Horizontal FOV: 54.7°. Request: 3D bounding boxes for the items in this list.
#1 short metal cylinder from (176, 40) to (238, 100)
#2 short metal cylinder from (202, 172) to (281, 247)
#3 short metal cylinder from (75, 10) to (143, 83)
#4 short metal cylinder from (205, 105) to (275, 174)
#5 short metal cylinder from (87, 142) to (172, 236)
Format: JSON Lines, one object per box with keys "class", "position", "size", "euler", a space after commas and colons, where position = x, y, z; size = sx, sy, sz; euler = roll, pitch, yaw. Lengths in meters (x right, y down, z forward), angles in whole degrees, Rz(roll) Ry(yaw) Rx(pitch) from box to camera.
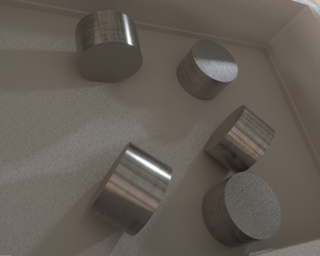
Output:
{"class": "short metal cylinder", "position": [0.073, -0.090, 0.484], "size": [0.081, 0.050, 0.080], "euler": [14, 56, -21]}
{"class": "short metal cylinder", "position": [0.099, 0.100, 0.381], "size": [0.081, 0.050, 0.080], "euler": [14, 56, -21]}
{"class": "short metal cylinder", "position": [-0.066, -0.102, 0.397], "size": [0.081, 0.080, 0.050], "euler": [2, 61, -28]}
{"class": "short metal cylinder", "position": [0.106, 0.016, 0.417], "size": [0.050, 0.080, 0.080], "euler": [40, 51, -2]}
{"class": "short metal cylinder", "position": [-0.031, 0.061, 0.316], "size": [0.050, 0.080, 0.080], "euler": [33, 52, -7]}
